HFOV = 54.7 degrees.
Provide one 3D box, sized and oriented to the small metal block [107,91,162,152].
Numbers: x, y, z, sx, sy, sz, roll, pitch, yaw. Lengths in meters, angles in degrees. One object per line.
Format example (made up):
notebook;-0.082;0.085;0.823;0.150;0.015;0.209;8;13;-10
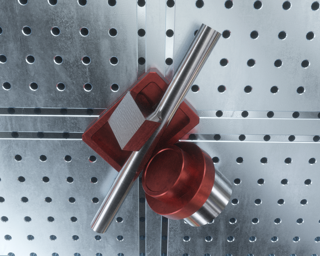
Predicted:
small metal block;-0.032;-0.008;0.373;0.025;0.050;0.050;11;127;-45

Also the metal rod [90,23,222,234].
metal rod;-0.014;0.014;0.386;0.025;0.025;0.298;27;108;-10

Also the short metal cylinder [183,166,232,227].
short metal cylinder;0.048;0.083;0.414;0.080;0.080;0.050;-41;105;13

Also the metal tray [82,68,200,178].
metal tray;-0.025;-0.003;0.408;0.130;0.030;0.090;-41;106;13

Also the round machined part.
round machined part;0.016;0.060;0.386;0.098;0.098;0.042;-44;127;14
